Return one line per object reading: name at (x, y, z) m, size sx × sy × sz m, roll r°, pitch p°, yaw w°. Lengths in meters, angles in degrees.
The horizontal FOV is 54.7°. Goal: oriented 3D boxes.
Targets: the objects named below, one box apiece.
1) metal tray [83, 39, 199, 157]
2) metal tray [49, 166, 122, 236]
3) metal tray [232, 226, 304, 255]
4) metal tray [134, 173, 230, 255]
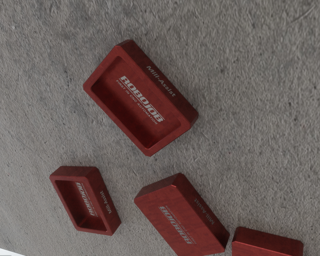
metal tray at (-0.026, -0.034, 0.395) m, size 0.130 × 0.030 × 0.090 m, roll 47°, pitch 129°, yaw -6°
metal tray at (-0.132, 0.130, 0.553) m, size 0.090 × 0.030 × 0.129 m, roll -3°, pitch 117°, yaw 29°
metal tray at (0.153, 0.210, 0.453) m, size 0.090 × 0.030 × 0.129 m, roll 7°, pitch 122°, yaw 24°
metal tray at (0.033, 0.137, 0.472) m, size 0.090 × 0.030 × 0.130 m, roll -29°, pitch 103°, yaw 37°
